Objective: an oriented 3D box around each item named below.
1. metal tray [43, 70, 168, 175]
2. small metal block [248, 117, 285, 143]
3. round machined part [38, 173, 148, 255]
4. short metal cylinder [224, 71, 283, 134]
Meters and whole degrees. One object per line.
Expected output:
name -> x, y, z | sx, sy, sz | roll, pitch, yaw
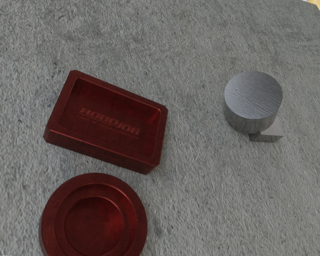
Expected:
metal tray -> -0.059, -0.007, 0.373 | 0.131, 0.030, 0.090 | 21, 54, -16
small metal block -> 0.165, -0.005, 0.498 | 0.050, 0.025, 0.050 | 3, 60, -27
round machined part -> -0.065, 0.096, 0.300 | 0.099, 0.042, 0.098 | 14, 56, -21
short metal cylinder -> 0.137, -0.038, 0.464 | 0.080, 0.050, 0.080 | -4, 64, 8
